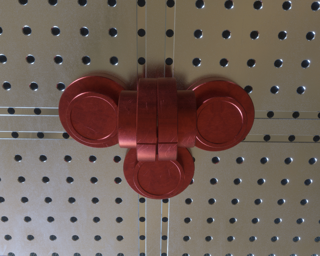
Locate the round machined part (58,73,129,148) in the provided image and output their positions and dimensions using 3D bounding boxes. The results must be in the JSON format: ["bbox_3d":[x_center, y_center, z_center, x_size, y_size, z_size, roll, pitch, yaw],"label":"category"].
[{"bbox_3d":[-0.081,-0.018,0.396,0.099,0.042,0.097,0,110,-1],"label":"round machined part"}]

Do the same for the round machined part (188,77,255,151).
[{"bbox_3d":[0.073,-0.013,0.400,0.099,0.042,0.097,0,110,-1],"label":"round machined part"}]

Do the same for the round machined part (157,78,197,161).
[{"bbox_3d":[0.019,-0.010,0.365,0.042,0.098,0.097,-1,110,0],"label":"round machined part"}]

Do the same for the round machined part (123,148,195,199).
[{"bbox_3d":[-0.001,0.057,0.425,0.099,0.042,0.097,0,110,-1],"label":"round machined part"}]

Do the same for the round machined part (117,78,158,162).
[{"bbox_3d":[-0.025,-0.010,0.364,0.042,0.098,0.097,1,110,-1],"label":"round machined part"}]
